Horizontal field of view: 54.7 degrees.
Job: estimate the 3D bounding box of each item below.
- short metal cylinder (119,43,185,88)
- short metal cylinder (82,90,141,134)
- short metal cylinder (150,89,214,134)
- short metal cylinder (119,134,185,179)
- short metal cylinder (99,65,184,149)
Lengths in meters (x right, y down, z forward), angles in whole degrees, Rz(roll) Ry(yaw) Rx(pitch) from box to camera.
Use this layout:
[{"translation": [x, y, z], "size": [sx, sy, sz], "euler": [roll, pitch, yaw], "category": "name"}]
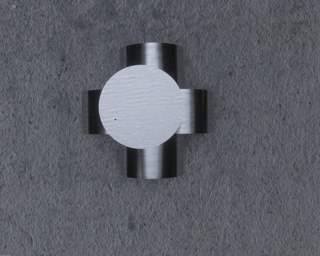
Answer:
[{"translation": [-0.009, -0.070, 0.383], "size": [0.081, 0.080, 0.050], "euler": [-2, 90, -1], "category": "short metal cylinder"}, {"translation": [-0.055, -0.018, 0.383], "size": [0.081, 0.080, 0.050], "euler": [-1, 90, -1], "category": "short metal cylinder"}, {"translation": [0.026, -0.019, 0.384], "size": [0.081, 0.080, 0.050], "euler": [0, 90, -1], "category": "short metal cylinder"}, {"translation": [-0.010, 0.031, 0.383], "size": [0.081, 0.080, 0.050], "euler": [0, 90, -1], "category": "short metal cylinder"}, {"translation": [-0.018, -0.020, 0.318], "size": [0.081, 0.050, 0.079], "euler": [0, 90, -1], "category": "short metal cylinder"}]
